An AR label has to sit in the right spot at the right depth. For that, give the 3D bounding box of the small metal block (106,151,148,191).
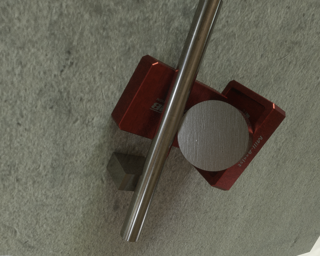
[{"bbox_3d":[-0.037,0.058,0.409,0.050,0.050,0.025,13,112,-34],"label":"small metal block"}]

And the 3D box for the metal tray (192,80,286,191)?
[{"bbox_3d":[0.095,0.008,0.425,0.030,0.090,0.129,26,104,-37],"label":"metal tray"}]

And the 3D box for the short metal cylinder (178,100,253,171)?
[{"bbox_3d":[0.067,0.009,0.369,0.080,0.080,0.050,-56,161,11],"label":"short metal cylinder"}]

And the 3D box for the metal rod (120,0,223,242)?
[{"bbox_3d":[0.009,-0.001,0.363,0.025,0.025,0.298,11,104,-34],"label":"metal rod"}]

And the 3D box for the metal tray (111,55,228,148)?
[{"bbox_3d":[0.016,-0.026,0.398,0.131,0.030,0.090,20,108,-36],"label":"metal tray"}]
